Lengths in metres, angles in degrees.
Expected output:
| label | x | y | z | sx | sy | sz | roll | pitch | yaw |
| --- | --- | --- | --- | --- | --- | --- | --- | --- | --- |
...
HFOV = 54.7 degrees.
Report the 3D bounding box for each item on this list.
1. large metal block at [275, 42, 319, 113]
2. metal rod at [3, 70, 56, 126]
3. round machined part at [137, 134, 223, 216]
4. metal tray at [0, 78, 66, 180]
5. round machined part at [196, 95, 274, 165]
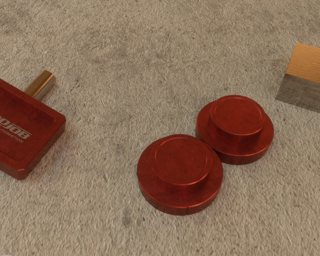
| label | x | y | z | sx | sy | sz | roll | pitch | yaw |
| --- | --- | --- | --- | --- | --- | --- | --- | --- | --- |
| large metal block | 0.224 | -0.072 | 0.449 | 0.080 | 0.050 | 0.080 | 21 | 53 | 16 |
| metal rod | -0.220 | 0.030 | 0.375 | 0.025 | 0.025 | 0.301 | 16 | 52 | 13 |
| round machined part | 0.023 | 0.046 | 0.354 | 0.099 | 0.042 | 0.098 | 0 | 50 | 0 |
| metal tray | -0.195 | -0.008 | 0.374 | 0.130 | 0.030 | 0.090 | 31 | 53 | -2 |
| round machined part | 0.096 | -0.005 | 0.397 | 0.099 | 0.042 | 0.098 | 0 | 50 | 0 |
